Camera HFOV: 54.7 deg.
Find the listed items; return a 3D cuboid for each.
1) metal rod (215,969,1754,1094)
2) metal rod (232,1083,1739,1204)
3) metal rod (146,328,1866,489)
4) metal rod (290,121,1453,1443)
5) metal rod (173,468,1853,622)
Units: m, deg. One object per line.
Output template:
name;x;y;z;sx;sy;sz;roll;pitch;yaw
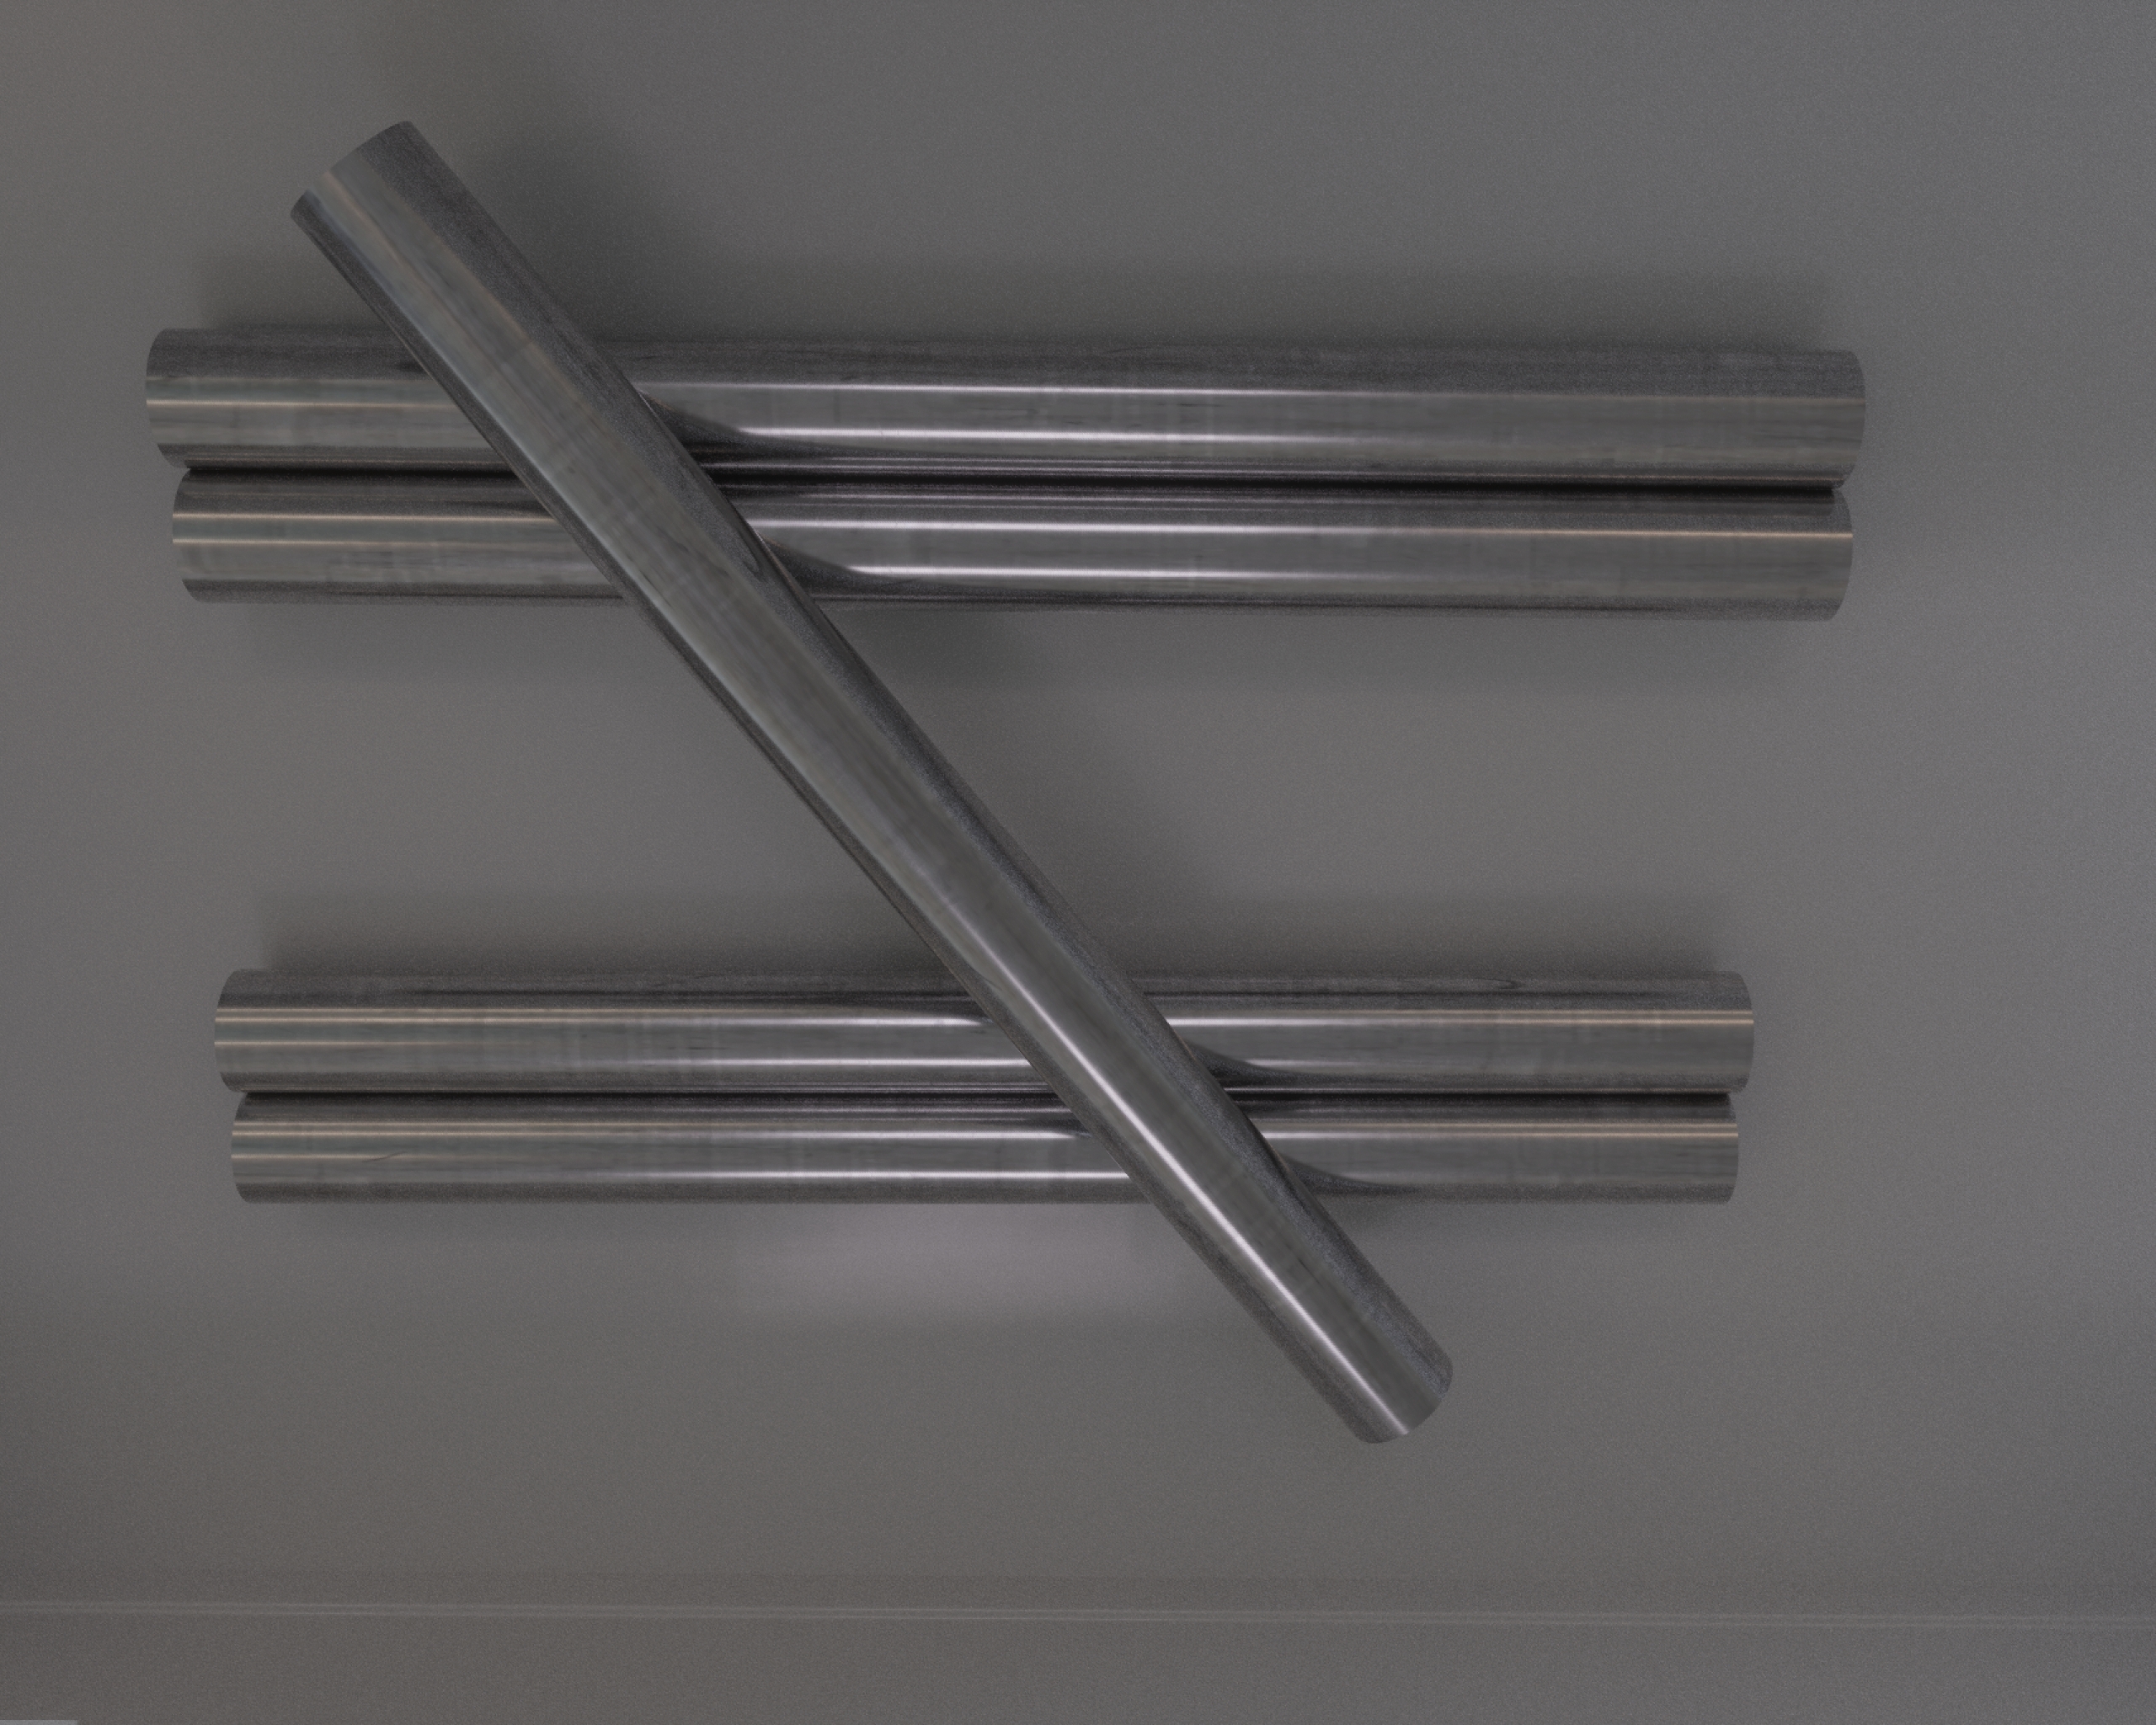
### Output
metal rod;-0.018;0.034;0.422;0.302;0.025;0.025;0;110;-1
metal rod;-0.018;0.058;0.430;0.302;0.025;0.025;0;110;-1
metal rod;-0.012;-0.082;0.379;0.302;0.025;0.025;1;110;-1
metal rod;-0.026;-0.003;0.382;0.025;0.025;0.300;-36;106;12
metal rod;-0.011;-0.059;0.387;0.302;0.025;0.025;1;110;-1
